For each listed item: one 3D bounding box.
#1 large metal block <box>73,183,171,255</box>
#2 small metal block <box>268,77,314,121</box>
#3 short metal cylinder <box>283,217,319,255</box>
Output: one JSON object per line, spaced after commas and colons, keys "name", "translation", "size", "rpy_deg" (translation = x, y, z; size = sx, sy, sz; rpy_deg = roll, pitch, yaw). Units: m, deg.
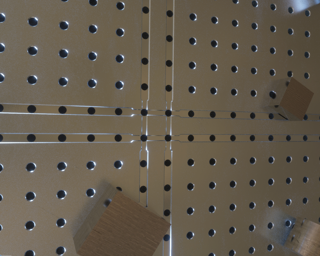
{"name": "large metal block", "translation": [-0.047, 0.127, 0.382], "size": [0.080, 0.050, 0.080], "rpy_deg": [37, 78, -17]}
{"name": "small metal block", "translation": [0.207, -0.045, 0.489], "size": [0.050, 0.025, 0.050], "rpy_deg": [30, 80, -18]}
{"name": "short metal cylinder", "translation": [0.238, 0.179, 0.472], "size": [0.080, 0.080, 0.050], "rpy_deg": [33, 79, -17]}
